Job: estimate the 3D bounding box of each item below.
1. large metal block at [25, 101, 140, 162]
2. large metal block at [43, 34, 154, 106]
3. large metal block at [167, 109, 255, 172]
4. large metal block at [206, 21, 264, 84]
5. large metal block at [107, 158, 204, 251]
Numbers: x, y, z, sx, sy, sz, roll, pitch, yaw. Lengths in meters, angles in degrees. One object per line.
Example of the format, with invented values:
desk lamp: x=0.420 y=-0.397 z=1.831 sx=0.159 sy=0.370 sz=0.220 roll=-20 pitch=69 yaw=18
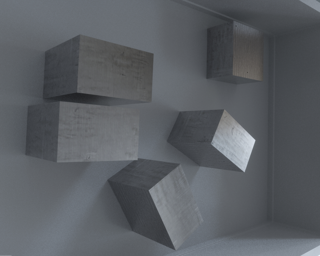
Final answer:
large metal block: x=-0.078 y=0.004 z=0.307 sx=0.081 sy=0.080 sz=0.050 roll=3 pitch=88 yaw=-40
large metal block: x=-0.064 y=-0.053 z=0.318 sx=0.081 sy=0.080 sz=0.050 roll=4 pitch=88 yaw=-40
large metal block: x=0.072 y=0.018 z=0.433 sx=0.080 sy=0.080 sz=0.050 roll=38 pitch=67 yaw=-34
large metal block: x=0.121 y=-0.116 z=0.494 sx=0.081 sy=0.050 sz=0.079 roll=1 pitch=89 yaw=-40
large metal block: x=-0.006 y=0.086 z=0.368 sx=0.050 sy=0.080 sz=0.080 roll=-35 pitch=112 yaw=-35
